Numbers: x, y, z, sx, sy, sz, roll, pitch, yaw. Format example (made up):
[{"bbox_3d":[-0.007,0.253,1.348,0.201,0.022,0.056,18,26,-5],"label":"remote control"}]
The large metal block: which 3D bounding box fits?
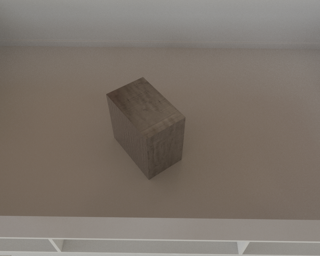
[{"bbox_3d":[-0.017,0.001,0.369,0.050,0.080,0.080,-29,56,-22],"label":"large metal block"}]
